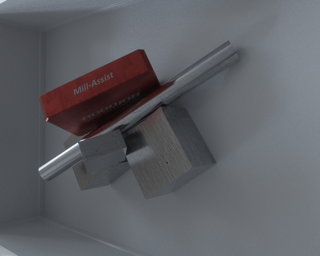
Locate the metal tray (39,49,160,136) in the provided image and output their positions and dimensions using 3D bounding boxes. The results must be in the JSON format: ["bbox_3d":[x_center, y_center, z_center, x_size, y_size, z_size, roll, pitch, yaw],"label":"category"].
[{"bbox_3d":[-0.064,-0.038,0.379,0.130,0.090,0.030,-25,73,3],"label":"metal tray"}]

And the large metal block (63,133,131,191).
[{"bbox_3d":[-0.089,0.035,0.457,0.080,0.050,0.080,-41,66,32],"label":"large metal block"}]

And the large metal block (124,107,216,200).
[{"bbox_3d":[0.008,0.030,0.381,0.080,0.050,0.080,-41,66,32],"label":"large metal block"}]

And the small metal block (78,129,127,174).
[{"bbox_3d":[-0.070,0.029,0.381,0.050,0.050,0.025,110,138,-64],"label":"small metal block"}]

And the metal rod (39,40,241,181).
[{"bbox_3d":[-0.039,-0.011,0.387,0.300,0.025,0.025,-32,70,19],"label":"metal rod"}]
